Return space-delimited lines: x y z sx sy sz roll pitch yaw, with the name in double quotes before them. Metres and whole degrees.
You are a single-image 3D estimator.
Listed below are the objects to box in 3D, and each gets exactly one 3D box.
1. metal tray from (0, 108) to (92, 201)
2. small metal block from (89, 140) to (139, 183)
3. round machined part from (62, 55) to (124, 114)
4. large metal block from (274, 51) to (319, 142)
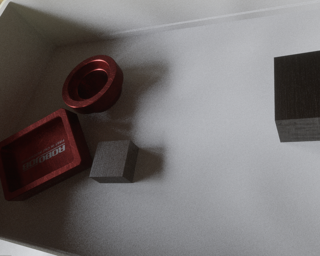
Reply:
"metal tray" -0.171 0.040 0.448 0.130 0.030 0.090 -27 71 11
"small metal block" -0.060 0.045 0.408 0.050 0.025 0.050 -5 59 25
"round machined part" -0.099 -0.063 0.483 0.098 0.042 0.098 -13 56 20
"large metal block" 0.165 -0.033 0.323 0.080 0.050 0.080 -4 60 26
